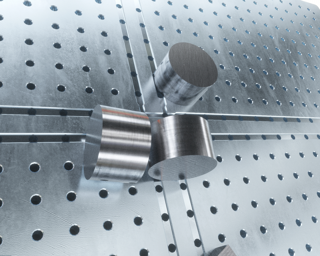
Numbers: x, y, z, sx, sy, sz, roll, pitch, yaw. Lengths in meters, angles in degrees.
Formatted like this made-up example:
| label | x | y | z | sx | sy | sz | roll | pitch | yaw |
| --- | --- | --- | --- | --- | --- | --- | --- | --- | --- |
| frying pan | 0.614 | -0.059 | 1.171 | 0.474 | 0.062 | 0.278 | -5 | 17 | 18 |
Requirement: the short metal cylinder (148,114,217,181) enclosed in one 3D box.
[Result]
| label | x | y | z | sx | sy | sz | roll | pitch | yaw |
| --- | --- | --- | --- | --- | --- | --- | --- | --- | --- |
| short metal cylinder | 0.023 | 0.026 | 0.370 | 0.081 | 0.080 | 0.050 | 7 | 59 | -25 |

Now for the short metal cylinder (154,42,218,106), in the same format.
| label | x | y | z | sx | sy | sz | roll | pitch | yaw |
| --- | --- | --- | --- | --- | --- | --- | --- | --- | --- |
| short metal cylinder | 0.038 | -0.080 | 0.461 | 0.081 | 0.050 | 0.080 | 14 | 56 | -21 |

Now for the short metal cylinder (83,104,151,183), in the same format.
| label | x | y | z | sx | sy | sz | roll | pitch | yaw |
| --- | --- | --- | --- | --- | --- | --- | --- | --- | --- |
| short metal cylinder | -0.048 | 0.018 | 0.336 | 0.050 | 0.080 | 0.080 | 9 | 58 | -23 |

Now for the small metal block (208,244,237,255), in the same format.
| label | x | y | z | sx | sy | sz | roll | pitch | yaw |
| --- | --- | --- | --- | --- | --- | --- | --- | --- | --- |
| small metal block | 0.070 | 0.168 | 0.343 | 0.050 | 0.025 | 0.050 | -29 | 78 | -37 |
